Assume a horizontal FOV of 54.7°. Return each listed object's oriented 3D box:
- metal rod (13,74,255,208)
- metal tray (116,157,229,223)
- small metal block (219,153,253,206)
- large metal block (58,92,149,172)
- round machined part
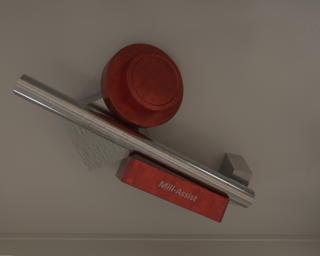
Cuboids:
[{"bbox_3d":[-0.020,0.021,0.362,0.301,0.025,0.025,27,108,-10],"label":"metal rod"},{"bbox_3d":[0.011,0.076,0.400,0.131,0.090,0.030,25,81,-10],"label":"metal tray"},{"bbox_3d":[0.099,0.069,0.423,0.025,0.050,0.050,14,110,-5],"label":"small metal block"},{"bbox_3d":[-0.067,-0.002,0.394,0.080,0.050,0.080,-21,109,7],"label":"large metal block"},{"bbox_3d":[-0.014,-0.050,0.354,0.099,0.042,0.097,4,82,-28],"label":"round machined part"}]
